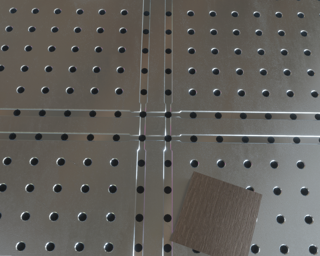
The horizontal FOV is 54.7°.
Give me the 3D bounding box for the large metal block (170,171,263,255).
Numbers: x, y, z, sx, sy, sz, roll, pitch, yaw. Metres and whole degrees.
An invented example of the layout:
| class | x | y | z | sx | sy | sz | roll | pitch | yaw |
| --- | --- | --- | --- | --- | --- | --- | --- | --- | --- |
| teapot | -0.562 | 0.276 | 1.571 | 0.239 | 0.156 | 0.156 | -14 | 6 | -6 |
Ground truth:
| class | x | y | z | sx | sy | sz | roll | pitch | yaw |
| --- | --- | --- | --- | --- | --- | --- | --- | --- | --- |
| large metal block | 0.063 | 0.106 | 0.361 | 0.080 | 0.050 | 0.080 | 18 | 71 | 6 |
